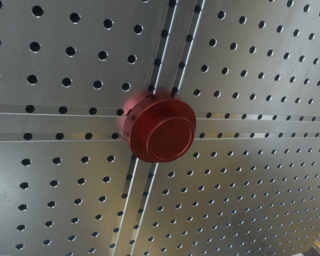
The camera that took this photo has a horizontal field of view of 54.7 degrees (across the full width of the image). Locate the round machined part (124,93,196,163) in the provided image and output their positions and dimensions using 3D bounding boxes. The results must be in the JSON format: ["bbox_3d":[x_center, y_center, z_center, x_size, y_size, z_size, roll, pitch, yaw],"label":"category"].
[{"bbox_3d":[0.006,0.007,0.409,0.099,0.042,0.097,-14,125,-21],"label":"round machined part"}]
